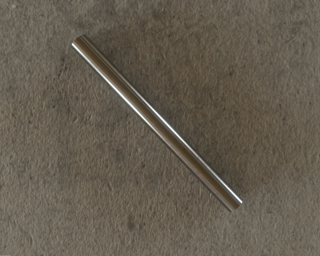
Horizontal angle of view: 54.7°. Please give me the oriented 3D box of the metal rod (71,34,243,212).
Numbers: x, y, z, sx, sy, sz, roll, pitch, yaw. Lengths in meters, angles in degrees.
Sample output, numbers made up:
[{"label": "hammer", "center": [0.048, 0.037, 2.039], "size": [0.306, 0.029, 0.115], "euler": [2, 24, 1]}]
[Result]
[{"label": "metal rod", "center": [-0.003, -0.006, 0.409], "size": [0.025, 0.025, 0.300], "euler": [-44, 91, 0]}]
